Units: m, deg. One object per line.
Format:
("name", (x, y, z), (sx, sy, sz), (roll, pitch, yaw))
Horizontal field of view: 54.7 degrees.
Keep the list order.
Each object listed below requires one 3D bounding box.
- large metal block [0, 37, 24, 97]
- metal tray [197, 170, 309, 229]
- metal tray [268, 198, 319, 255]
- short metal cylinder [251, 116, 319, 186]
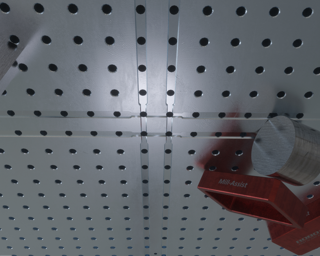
("large metal block", (-0.201, -0.064, 0.319), (0.080, 0.080, 0.050), (26, 125, -21))
("metal tray", (0.130, 0.100, 0.447), (0.090, 0.030, 0.130), (40, 156, -30))
("metal tray", (0.279, 0.182, 0.566), (0.090, 0.030, 0.129), (31, 123, -24))
("short metal cylinder", (0.165, 0.030, 0.403), (0.050, 0.080, 0.079), (20, 127, -16))
